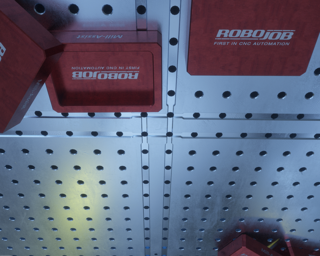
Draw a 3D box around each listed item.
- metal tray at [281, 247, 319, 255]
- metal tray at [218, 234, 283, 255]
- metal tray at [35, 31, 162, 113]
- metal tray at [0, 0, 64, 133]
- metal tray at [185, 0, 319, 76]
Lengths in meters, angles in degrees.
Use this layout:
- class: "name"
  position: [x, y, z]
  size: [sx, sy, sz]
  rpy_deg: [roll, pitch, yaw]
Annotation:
- class: "metal tray"
  position: [0.313, 0.300, 0.665]
  size: [0.131, 0.030, 0.089]
  rpy_deg: [14, 129, -12]
- class: "metal tray"
  position: [0.192, 0.274, 0.621]
  size: [0.130, 0.030, 0.090]
  rpy_deg: [31, 125, -7]
- class: "metal tray"
  position: [-0.063, -0.062, 0.354]
  size: [0.131, 0.030, 0.089]
  rpy_deg: [0, 130, 0]
- class: "metal tray"
  position: [-0.170, -0.066, 0.328]
  size: [0.090, 0.030, 0.129]
  rpy_deg: [43, 122, -4]
- class: "metal tray"
  position: [0.095, -0.101, 0.323]
  size: [0.131, 0.030, 0.089]
  rpy_deg: [0, 130, -1]
